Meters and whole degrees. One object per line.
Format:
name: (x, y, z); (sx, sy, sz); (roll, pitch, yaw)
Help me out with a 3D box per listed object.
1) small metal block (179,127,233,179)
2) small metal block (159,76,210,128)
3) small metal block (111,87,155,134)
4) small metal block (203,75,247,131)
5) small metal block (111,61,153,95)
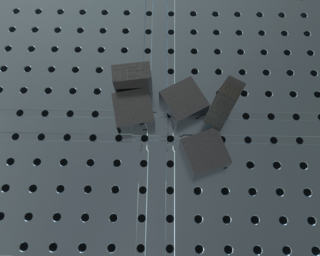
small metal block: (0.058, 0.032, 0.400); (0.050, 0.025, 0.050); (-18, 71, -7)
small metal block: (0.033, -0.035, 0.425); (0.050, 0.025, 0.050); (-27, 72, -10)
small metal block: (-0.036, -0.024, 0.420); (0.050, 0.025, 0.050); (-10, 71, -4)
small metal block: (0.084, -0.033, 0.401); (0.025, 0.050, 0.050); (29, 40, 10)
small metal block: (-0.037, -0.064, 0.422); (0.050, 0.050, 0.025); (-7, 70, -2)
